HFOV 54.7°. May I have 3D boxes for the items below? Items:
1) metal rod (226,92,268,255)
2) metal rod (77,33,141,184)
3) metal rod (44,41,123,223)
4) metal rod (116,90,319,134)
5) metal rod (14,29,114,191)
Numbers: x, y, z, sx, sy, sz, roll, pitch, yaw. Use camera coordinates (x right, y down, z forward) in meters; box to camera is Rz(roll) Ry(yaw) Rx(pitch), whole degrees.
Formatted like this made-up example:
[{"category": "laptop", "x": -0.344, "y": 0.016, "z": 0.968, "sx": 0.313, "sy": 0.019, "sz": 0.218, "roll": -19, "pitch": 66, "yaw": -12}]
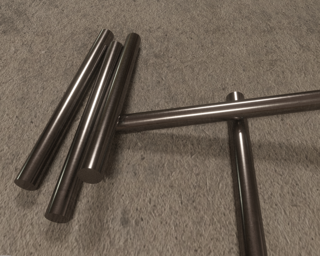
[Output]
[{"category": "metal rod", "x": 0.096, "y": 0.072, "z": 0.343, "sx": 0.025, "sy": 0.025, "sz": 0.300, "roll": 3, "pitch": 50, "yaw": 2}, {"category": "metal rod", "x": -0.057, "y": -0.052, "z": 0.419, "sx": 0.025, "sy": 0.025, "sz": 0.300, "roll": 4, "pitch": 42, "yaw": 3}, {"category": "metal rod", "x": -0.090, "y": -0.020, "z": 0.418, "sx": 0.025, "sy": 0.025, "sz": 0.300, "roll": 5, "pitch": 50, "yaw": 4}, {"category": "metal rod", "x": 0.080, "y": -0.021, "z": 0.392, "sx": 0.302, "sy": 0.025, "sz": 0.025, "roll": -7, "pitch": 50, "yaw": 5}, {"category": "metal rod", "x": -0.122, "y": -0.048, "z": 0.442, "sx": 0.025, "sy": 0.025, "sz": 0.300, "roll": 9, "pitch": 50, "yaw": 7}]
